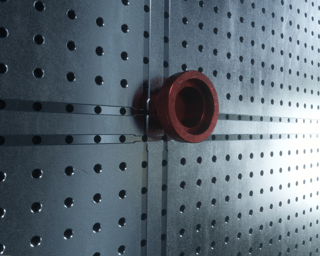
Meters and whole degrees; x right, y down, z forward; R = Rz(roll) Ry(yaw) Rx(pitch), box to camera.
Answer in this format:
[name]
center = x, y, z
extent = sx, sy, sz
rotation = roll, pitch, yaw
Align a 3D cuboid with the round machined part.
[round machined part]
center = 0.034, -0.029, 0.429
extent = 0.099, 0.042, 0.097
rotation = 0, 90, -40
